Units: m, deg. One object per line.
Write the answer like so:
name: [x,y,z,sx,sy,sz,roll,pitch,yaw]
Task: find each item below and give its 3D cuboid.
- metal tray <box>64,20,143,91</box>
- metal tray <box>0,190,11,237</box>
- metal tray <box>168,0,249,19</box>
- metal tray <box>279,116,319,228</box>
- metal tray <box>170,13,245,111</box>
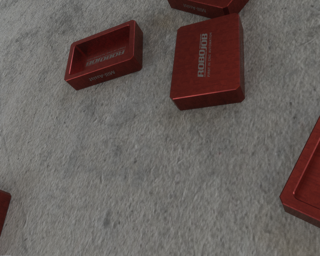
metal tray: [-0.094,-0.122,0.522,0.130,0.030,0.090,-14,56,20]
metal tray: [-0.274,0.157,0.445,0.090,0.030,0.130,-12,57,21]
metal tray: [0.082,-0.223,0.493,0.130,0.030,0.090,32,79,37]
metal tray: [0.181,0.035,0.284,0.090,0.030,0.130,23,74,36]
metal tray: [0.066,-0.091,0.421,0.090,0.030,0.130,-7,59,24]
